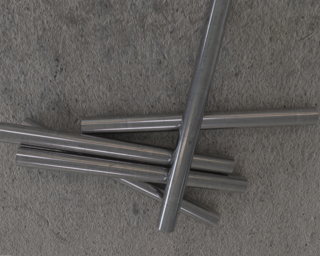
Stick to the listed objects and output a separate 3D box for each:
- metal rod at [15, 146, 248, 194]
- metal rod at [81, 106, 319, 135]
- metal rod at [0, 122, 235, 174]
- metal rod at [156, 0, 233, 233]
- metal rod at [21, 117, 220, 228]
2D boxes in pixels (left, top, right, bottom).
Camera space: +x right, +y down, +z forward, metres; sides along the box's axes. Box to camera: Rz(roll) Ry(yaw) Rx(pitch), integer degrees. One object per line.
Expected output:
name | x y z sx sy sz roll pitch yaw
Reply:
metal rod | -0.028 0.057 0.411 0.302 0.025 0.025 9 110 -11
metal rod | 0.051 -0.009 0.406 0.302 0.025 0.025 -3 110 0
metal rod | -0.049 0.028 0.404 0.302 0.025 0.025 9 110 -10
metal rod | 0.040 -0.013 0.379 0.025 0.025 0.298 12 100 -5
metal rod | -0.049 0.066 0.433 0.301 0.025 0.025 28 108 -10
